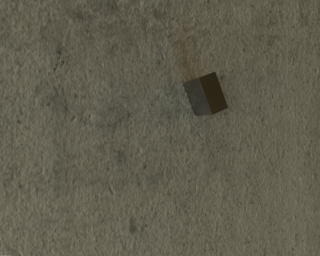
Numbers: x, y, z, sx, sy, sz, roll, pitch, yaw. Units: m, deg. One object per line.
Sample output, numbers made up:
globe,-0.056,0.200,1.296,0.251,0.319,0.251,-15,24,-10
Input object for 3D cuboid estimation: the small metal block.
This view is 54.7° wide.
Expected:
small metal block,0.060,-0.045,0.419,0.025,0.050,0.050,-24,98,-19
